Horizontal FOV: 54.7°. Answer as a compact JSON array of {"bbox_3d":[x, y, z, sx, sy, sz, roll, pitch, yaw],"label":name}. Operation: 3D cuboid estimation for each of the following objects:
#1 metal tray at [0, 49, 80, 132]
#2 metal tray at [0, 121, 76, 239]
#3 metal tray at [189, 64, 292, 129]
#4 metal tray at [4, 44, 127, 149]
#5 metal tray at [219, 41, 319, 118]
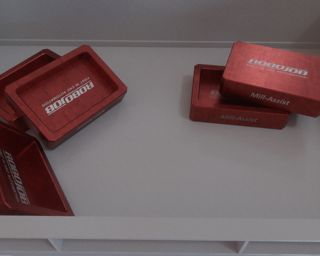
[{"bbox_3d":[-0.183,-0.057,0.448,0.090,0.030,0.131,31,56,23],"label":"metal tray"},{"bbox_3d":[-0.148,0.048,0.318,0.030,0.090,0.130,-42,56,3],"label":"metal tray"},{"bbox_3d":[0.111,-0.047,0.441,0.131,0.030,0.090,6,50,4],"label":"metal tray"},{"bbox_3d":[-0.120,-0.045,0.412,0.090,0.030,0.131,48,59,2],"label":"metal tray"},{"bbox_3d":[0.155,-0.070,0.422,0.130,0.030,0.090,15,52,12],"label":"metal tray"}]
